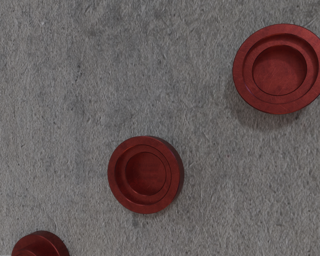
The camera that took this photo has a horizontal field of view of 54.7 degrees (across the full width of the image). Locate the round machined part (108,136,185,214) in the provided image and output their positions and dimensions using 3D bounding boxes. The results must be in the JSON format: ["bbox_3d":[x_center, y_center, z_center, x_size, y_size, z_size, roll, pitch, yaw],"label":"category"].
[{"bbox_3d":[-0.015,0.058,0.405,0.098,0.042,0.097,0,90,20],"label":"round machined part"}]

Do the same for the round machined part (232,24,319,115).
[{"bbox_3d":[0.135,-0.064,0.352,0.098,0.042,0.097,0,90,20],"label":"round machined part"}]

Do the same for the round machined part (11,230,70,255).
[{"bbox_3d":[-0.188,0.210,0.466,0.098,0.042,0.097,0,90,20],"label":"round machined part"}]
